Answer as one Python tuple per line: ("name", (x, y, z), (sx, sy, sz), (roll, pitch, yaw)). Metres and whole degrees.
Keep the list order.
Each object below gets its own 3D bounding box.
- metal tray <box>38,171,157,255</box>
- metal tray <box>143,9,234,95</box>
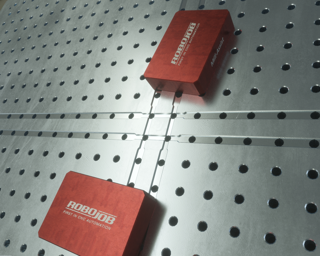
("metal tray", (-0.079, 0.110, 0.380), (0.130, 0.030, 0.090), (8, 65, 31))
("metal tray", (0.043, -0.114, 0.453), (0.090, 0.030, 0.130), (13, 68, 33))
